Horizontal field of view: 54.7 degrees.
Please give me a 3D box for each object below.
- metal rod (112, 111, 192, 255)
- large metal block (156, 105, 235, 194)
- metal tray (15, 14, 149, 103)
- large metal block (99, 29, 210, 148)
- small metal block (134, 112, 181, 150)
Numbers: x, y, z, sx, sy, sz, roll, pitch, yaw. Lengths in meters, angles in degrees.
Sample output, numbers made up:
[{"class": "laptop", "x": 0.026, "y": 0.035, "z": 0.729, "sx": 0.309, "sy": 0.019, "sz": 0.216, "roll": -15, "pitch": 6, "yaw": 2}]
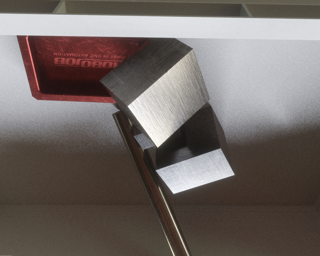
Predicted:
[{"class": "metal rod", "x": 0.006, "y": 0.114, "z": 0.420, "sx": 0.025, "sy": 0.025, "sz": 0.299, "roll": -19, "pitch": 101, "yaw": 15}, {"class": "large metal block", "x": 0.042, "y": 0.027, "z": 0.397, "sx": 0.080, "sy": 0.080, "sz": 0.050, "roll": -21, "pitch": 127, "yaw": 16}, {"class": "metal tray", "x": -0.079, "y": -0.073, "z": 0.342, "sx": 0.131, "sy": 0.030, "sz": 0.089, "roll": 2, "pitch": 130, "yaw": -3}, {"class": "large metal block", "x": -0.001, "y": -0.039, "z": 0.323, "sx": 0.080, "sy": 0.050, "sz": 0.080, "roll": -43, "pitch": 144, "yaw": -8}, {"class": "small metal block", "x": -0.003, "y": -0.006, "z": 0.388, "sx": 0.050, "sy": 0.050, "sz": 0.025, "roll": -19, "pitch": 128, "yaw": 15}]
